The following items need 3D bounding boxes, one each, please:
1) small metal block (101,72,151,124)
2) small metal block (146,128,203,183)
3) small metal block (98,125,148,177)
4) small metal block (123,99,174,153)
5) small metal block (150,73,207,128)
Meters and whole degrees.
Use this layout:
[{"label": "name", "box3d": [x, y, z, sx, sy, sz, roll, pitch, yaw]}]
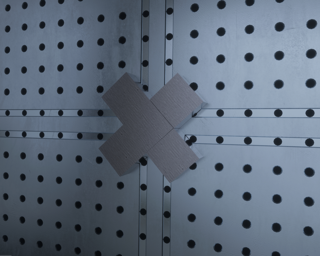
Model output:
[{"label": "small metal block", "box3d": [-0.043, -0.040, 0.427, 0.050, 0.025, 0.050, -42, 77, 14]}, {"label": "small metal block", "box3d": [0.019, 0.035, 0.405, 0.050, 0.025, 0.050, -42, 77, 14]}, {"label": "small metal block", "box3d": [-0.047, 0.031, 0.428, 0.050, 0.025, 0.050, -43, 77, 14]}, {"label": "small metal block", "box3d": [-0.012, -0.002, 0.415, 0.050, 0.025, 0.050, -43, 77, 14]}, {"label": "small metal block", "box3d": [0.024, -0.035, 0.403, 0.050, 0.025, 0.050, -43, 77, 14]}]
